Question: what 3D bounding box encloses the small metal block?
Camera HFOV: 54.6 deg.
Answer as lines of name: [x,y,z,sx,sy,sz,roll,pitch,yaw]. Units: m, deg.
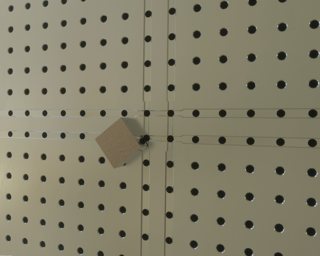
small metal block: [-0.054,0.021,0.432,0.050,0.025,0.050,-38,78,16]
